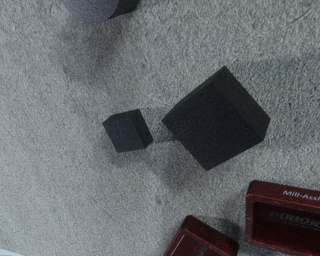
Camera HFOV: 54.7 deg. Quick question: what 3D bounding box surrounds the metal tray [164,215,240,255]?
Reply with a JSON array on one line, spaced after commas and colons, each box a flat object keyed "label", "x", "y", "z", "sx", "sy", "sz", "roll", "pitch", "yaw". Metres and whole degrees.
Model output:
[{"label": "metal tray", "x": 0.058, "y": 0.208, "z": 0.501, "sx": 0.090, "sy": 0.030, "sz": 0.129, "roll": 28, "pitch": 128, "yaw": 10}]

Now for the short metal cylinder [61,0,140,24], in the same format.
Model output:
[{"label": "short metal cylinder", "x": -0.064, "y": -0.157, "z": 0.327, "sx": 0.080, "sy": 0.050, "sz": 0.079, "roll": 13, "pitch": 124, "yaw": 21}]

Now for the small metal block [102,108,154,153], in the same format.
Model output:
[{"label": "small metal block", "x": -0.045, "y": 0.005, "z": 0.433, "sx": 0.050, "sy": 0.025, "sz": 0.050, "roll": -11, "pitch": 113, "yaw": 33}]

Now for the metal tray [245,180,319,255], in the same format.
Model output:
[{"label": "metal tray", "x": 0.175, "y": 0.119, "z": 0.384, "sx": 0.130, "sy": 0.030, "sz": 0.089, "roll": 7, "pitch": 122, "yaw": 24}]

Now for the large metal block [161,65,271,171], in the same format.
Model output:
[{"label": "large metal block", "x": 0.063, "y": -0.009, "z": 0.352, "sx": 0.080, "sy": 0.050, "sz": 0.080, "roll": 48, "pitch": 129, "yaw": -6}]
